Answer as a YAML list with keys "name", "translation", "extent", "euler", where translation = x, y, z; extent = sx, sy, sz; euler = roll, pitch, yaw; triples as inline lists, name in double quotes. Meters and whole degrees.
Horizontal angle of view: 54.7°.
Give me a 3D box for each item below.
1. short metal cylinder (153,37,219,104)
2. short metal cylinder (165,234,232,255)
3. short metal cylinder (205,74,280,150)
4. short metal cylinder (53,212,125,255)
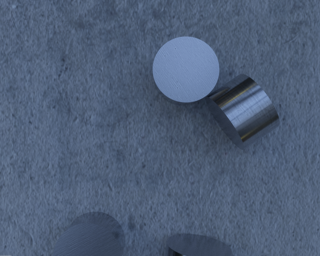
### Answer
- name: "short metal cylinder"
  translation: [0.031, -0.071, 0.398]
  extent: [0.081, 0.050, 0.079]
  euler: [0, 90, -1]
- name: "short metal cylinder"
  translation: [0.045, 0.170, 0.383]
  extent: [0.081, 0.080, 0.050]
  euler: [7, 90, -1]
- name: "short metal cylinder"
  translation: [0.100, -0.020, 0.384]
  extent: [0.050, 0.080, 0.080]
  euler: [-34, 90, 0]
- name: "short metal cylinder"
  translation: [-0.088, 0.154, 0.396]
  extent: [0.081, 0.050, 0.079]
  euler: [0, 90, -1]
